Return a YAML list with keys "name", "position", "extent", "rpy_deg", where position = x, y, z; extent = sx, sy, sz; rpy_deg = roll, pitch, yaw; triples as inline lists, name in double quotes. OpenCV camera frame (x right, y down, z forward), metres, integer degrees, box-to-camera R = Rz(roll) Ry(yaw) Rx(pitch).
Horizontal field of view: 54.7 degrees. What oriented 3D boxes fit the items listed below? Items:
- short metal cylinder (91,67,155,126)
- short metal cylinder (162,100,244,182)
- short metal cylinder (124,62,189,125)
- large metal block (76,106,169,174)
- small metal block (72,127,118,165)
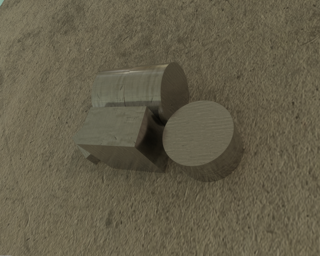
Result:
- name: "short metal cylinder"
  position: [-0.047, -0.042, 0.421]
  extent: [0.050, 0.080, 0.080]
  rpy_deg: [1, 62, 29]
- name: "short metal cylinder"
  position: [0.050, 0.016, 0.353]
  extent: [0.080, 0.050, 0.080]
  rpy_deg: [-13, 56, 21]
- name: "short metal cylinder"
  position: [-0.002, -0.042, 0.398]
  extent: [0.050, 0.080, 0.080]
  rpy_deg: [1, 62, 29]
- name: "large metal block"
  position: [-0.039, 0.016, 0.382]
  extent: [0.080, 0.080, 0.050]
  rpy_deg: [1, 62, 28]
- name: "small metal block"
  position: [-0.091, 0.016, 0.444]
  extent: [0.050, 0.025, 0.050]
  rpy_deg: [-44, 51, -3]
